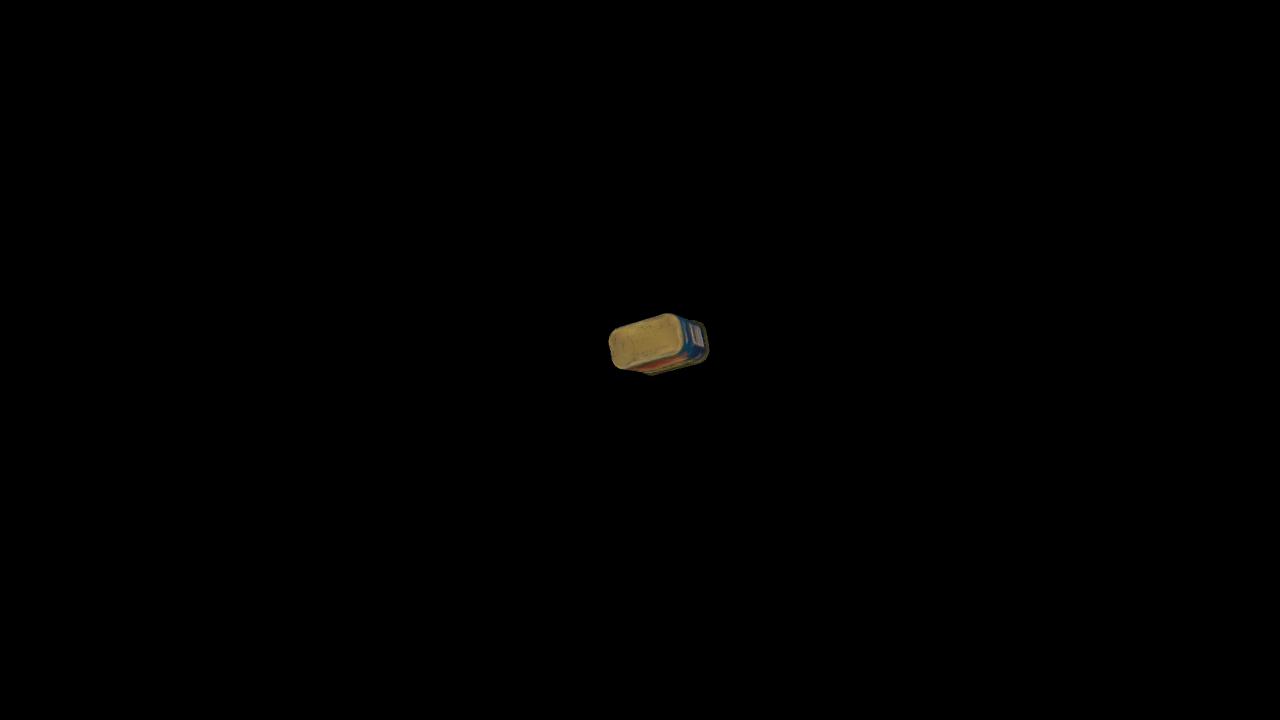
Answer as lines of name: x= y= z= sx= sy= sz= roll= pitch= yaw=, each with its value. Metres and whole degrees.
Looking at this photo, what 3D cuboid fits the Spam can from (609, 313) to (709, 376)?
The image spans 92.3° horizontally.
Spam can: x=0.024 y=-0.019 z=0.764 sx=0.101 sy=0.058 sz=0.085 roll=-16 pitch=-12 yaw=23
